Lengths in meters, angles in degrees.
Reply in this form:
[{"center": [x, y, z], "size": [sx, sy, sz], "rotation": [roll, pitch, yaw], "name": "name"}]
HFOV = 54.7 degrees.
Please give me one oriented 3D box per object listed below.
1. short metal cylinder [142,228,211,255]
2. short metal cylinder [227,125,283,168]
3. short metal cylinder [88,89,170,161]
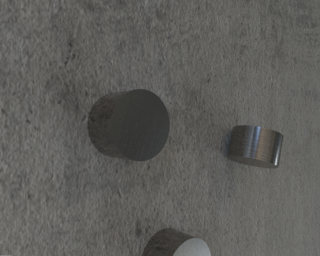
[{"center": [0.022, 0.179, 0.410], "size": [0.081, 0.050, 0.079], "rotation": [0, 90, -40], "name": "short metal cylinder"}, {"center": [0.153, 0.031, 0.501], "size": [0.080, 0.080, 0.050], "rotation": [23, 76, -38], "name": "short metal cylinder"}, {"center": [-0.036, -0.003, 0.360], "size": [0.081, 0.050, 0.079], "rotation": [0, 90, -40], "name": "short metal cylinder"}]
